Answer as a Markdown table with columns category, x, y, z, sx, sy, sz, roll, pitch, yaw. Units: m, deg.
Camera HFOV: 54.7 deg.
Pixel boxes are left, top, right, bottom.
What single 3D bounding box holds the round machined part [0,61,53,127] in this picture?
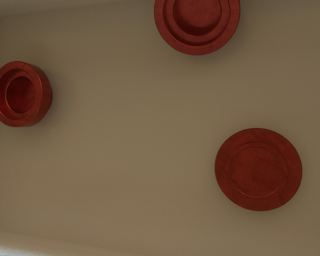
| category | x | y | z | sx | sy | sz | roll | pitch | yaw |
| --- | --- | --- | --- | --- | --- | --- | --- | --- | --- |
| round machined part | -0.206 | -0.050 | 0.474 | 0.098 | 0.042 | 0.097 | 0 | 90 | 20 |

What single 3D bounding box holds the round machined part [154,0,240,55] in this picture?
| category | x | y | z | sx | sy | sz | roll | pitch | yaw |
| --- | --- | --- | --- | --- | --- | --- | --- | --- | --- |
| round machined part | 0.045 | -0.141 | 0.370 | 0.098 | 0.042 | 0.097 | 6 | 124 | 10 |

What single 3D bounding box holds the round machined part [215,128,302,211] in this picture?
| category | x | y | z | sx | sy | sz | roll | pitch | yaw |
| --- | --- | --- | --- | --- | --- | --- | --- | --- | --- |
| round machined part | 0.113 | 0.049 | 0.361 | 0.098 | 0.042 | 0.097 | 0 | 90 | 20 |
